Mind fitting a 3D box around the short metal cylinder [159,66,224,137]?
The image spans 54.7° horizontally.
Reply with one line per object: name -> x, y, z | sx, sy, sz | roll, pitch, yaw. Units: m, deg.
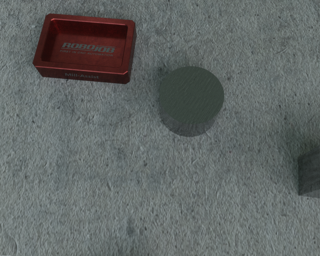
short metal cylinder -> 0.039, -0.034, 0.407 | 0.081, 0.050, 0.080 | 0, 70, 0

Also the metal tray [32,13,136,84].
metal tray -> -0.104, -0.115, 0.446 | 0.131, 0.030, 0.090 | 5, 70, 2

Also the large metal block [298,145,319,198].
large metal block -> 0.218, 0.054, 0.361 | 0.080, 0.080, 0.050 | 7, 70, 2
